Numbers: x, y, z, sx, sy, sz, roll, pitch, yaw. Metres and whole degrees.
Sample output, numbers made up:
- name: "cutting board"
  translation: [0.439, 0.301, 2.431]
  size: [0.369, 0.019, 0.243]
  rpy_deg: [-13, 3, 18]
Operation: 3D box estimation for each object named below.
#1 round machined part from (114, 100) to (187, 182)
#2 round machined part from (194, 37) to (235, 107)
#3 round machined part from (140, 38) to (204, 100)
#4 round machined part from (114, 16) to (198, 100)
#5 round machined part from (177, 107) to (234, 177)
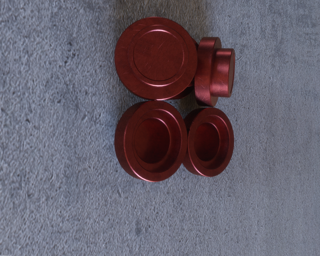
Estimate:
- name: "round machined part"
  translation: [-0.015, 0.015, 0.384]
  size: [0.099, 0.042, 0.097]
  rpy_deg: [0, 90, -40]
- name: "round machined part"
  translation: [0.081, -0.078, 0.437]
  size: [0.098, 0.042, 0.097]
  rpy_deg: [5, 91, -71]
- name: "round machined part"
  translation: [0.020, -0.087, 0.413]
  size: [0.099, 0.042, 0.097]
  rpy_deg: [0, 90, -40]
- name: "round machined part"
  translation: [-0.004, -0.081, 0.363]
  size: [0.099, 0.042, 0.097]
  rpy_deg: [0, 93, -7]
- name: "round machined part"
  translation: [0.060, 0.020, 0.448]
  size: [0.099, 0.042, 0.097]
  rpy_deg: [0, 90, -40]
